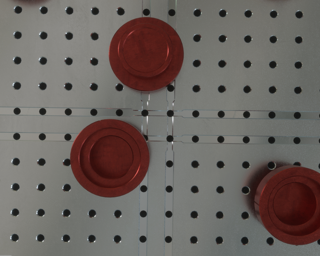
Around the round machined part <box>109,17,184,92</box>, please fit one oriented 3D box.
[{"bbox_3d":[-0.018,-0.097,0.405,0.099,0.042,0.097,0,90,0],"label":"round machined part"}]

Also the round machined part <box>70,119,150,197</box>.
[{"bbox_3d":[-0.062,0.037,0.405,0.099,0.042,0.097,0,90,0],"label":"round machined part"}]

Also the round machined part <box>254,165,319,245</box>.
[{"bbox_3d":[0.172,0.097,0.406,0.099,0.042,0.097,0,90,0],"label":"round machined part"}]
